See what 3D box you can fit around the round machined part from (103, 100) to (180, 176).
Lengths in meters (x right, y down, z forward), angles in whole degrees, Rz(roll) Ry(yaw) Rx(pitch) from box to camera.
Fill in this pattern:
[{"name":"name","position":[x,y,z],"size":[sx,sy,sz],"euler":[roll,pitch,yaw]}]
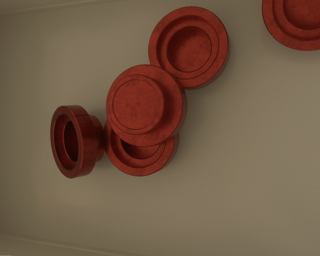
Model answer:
[{"name":"round machined part","position":[-0.021,0.012,0.408],"size":[0.098,0.042,0.097],"euler":[0,90,19]}]

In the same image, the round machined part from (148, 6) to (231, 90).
[{"name":"round machined part","position":[0.039,-0.096,0.387],"size":[0.098,0.042,0.097],"euler":[0,90,19]}]

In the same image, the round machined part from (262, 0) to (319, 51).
[{"name":"round machined part","position":[0.163,-0.136,0.331],"size":[0.098,0.042,0.097],"euler":[11,121,20]}]

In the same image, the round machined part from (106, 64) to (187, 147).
[{"name":"round machined part","position":[-0.021,-0.026,0.363],"size":[0.098,0.042,0.097],"euler":[0,90,19]}]

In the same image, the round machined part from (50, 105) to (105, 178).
[{"name":"round machined part","position":[-0.110,0.017,0.424],"size":[0.098,0.042,0.097],"euler":[9,103,48]}]
